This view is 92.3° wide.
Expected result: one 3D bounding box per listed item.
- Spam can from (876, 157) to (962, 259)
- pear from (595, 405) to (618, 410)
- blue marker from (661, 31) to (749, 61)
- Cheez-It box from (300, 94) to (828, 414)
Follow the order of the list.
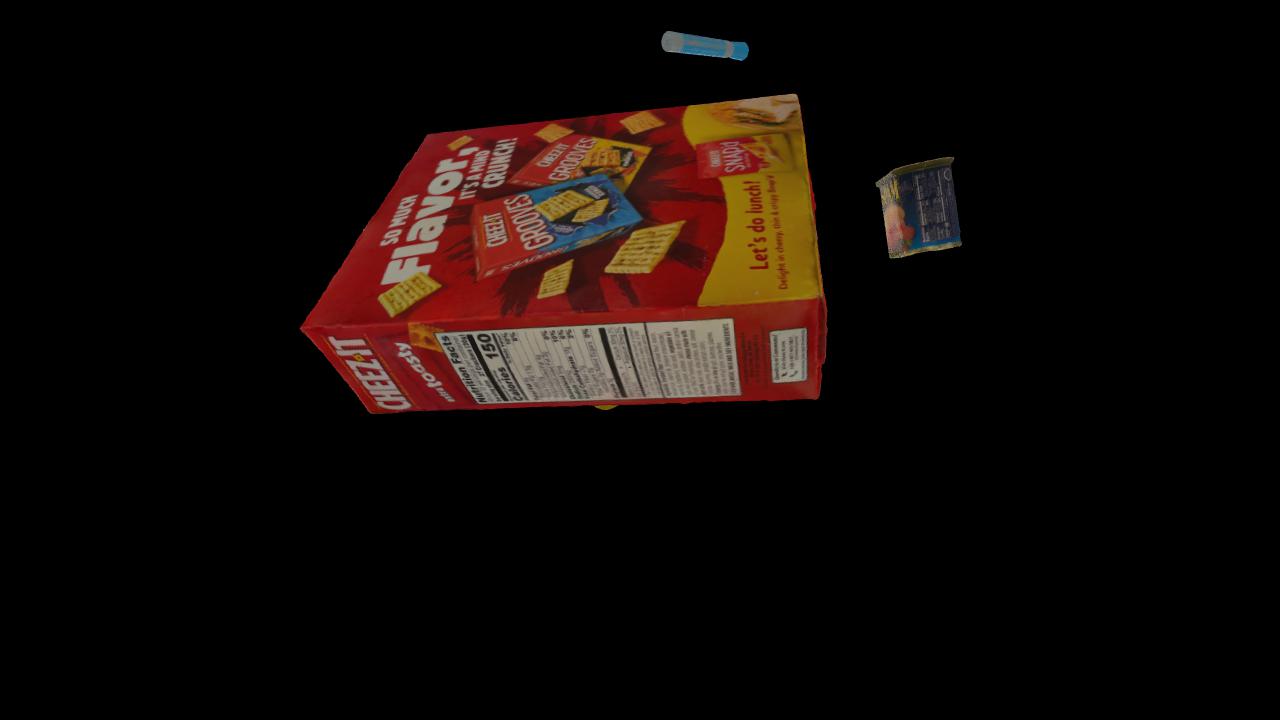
[{"bbox_3d":[0.283,-0.151,0.625,0.058,0.085,0.101,-10,5,10],"label":"Spam can"},{"bbox_3d":[-0.053,0.012,0.840,0.080,0.111,0.080,-28,-3,-2],"label":"pear"},{"bbox_3d":[0.073,-0.334,0.655,0.121,0.020,0.020,-16,10,-38],"label":"blue marker"},{"bbox_3d":[-0.027,-0.057,0.314,0.223,0.166,0.071,-2,-43,11],"label":"Cheez-It box"}]
